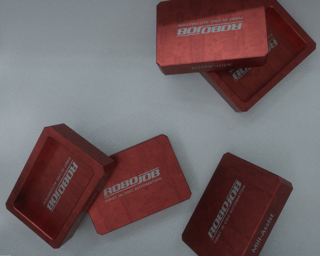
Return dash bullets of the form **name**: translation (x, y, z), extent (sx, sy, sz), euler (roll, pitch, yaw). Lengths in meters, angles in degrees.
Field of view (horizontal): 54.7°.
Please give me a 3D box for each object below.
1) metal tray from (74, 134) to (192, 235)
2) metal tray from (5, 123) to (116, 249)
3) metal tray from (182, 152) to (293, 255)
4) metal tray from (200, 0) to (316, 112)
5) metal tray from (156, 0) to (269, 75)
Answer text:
- **metal tray**: translation (-0.035, 0.072, 0.409), extent (0.131, 0.030, 0.090), euler (-23, 90, -1)
- **metal tray**: translation (-0.125, 0.071, 0.381), extent (0.090, 0.030, 0.129), euler (35, 106, 10)
- **metal tray**: translation (0.090, 0.105, 0.379), extent (0.030, 0.090, 0.130), euler (28, 89, -36)
- **metal tray**: translation (0.125, -0.094, 0.410), extent (0.130, 0.030, 0.090), euler (-42, 91, -1)
- **metal tray**: translation (0.062, -0.118, 0.384), extent (0.131, 0.030, 0.090), euler (-3, 76, 13)
